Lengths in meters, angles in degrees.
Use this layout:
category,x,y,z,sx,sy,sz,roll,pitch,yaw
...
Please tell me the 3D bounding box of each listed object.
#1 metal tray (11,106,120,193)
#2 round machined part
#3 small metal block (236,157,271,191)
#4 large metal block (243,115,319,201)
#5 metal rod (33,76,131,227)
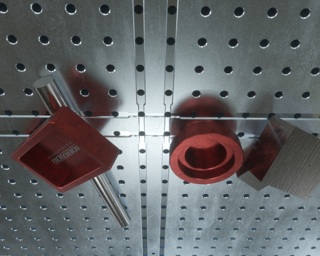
category,x,y,z,sx,sy,sz,roll,pitch,yaw
metal tray,-0.126,0.034,0.404,0.090,0.030,0.130,43,134,-20
round machined part,0.062,0.031,0.428,0.099,0.042,0.097,-1,130,0
small metal block,0.150,0.064,0.469,0.050,0.025,0.050,33,123,-25
large metal block,0.173,0.039,0.413,0.080,0.050,0.080,23,102,-19
metal rod,-0.101,0.056,0.457,0.025,0.025,0.299,-11,130,9
